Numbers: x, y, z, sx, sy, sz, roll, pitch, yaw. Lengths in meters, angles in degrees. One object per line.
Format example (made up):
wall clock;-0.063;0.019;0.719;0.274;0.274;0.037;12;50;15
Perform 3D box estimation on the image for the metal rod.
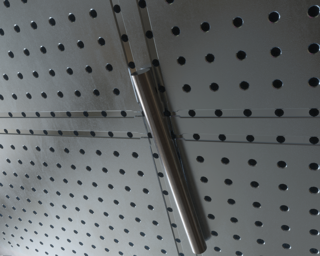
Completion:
metal rod;0.019;0.062;0.439;0.025;0.025;0.299;-4;117;30
